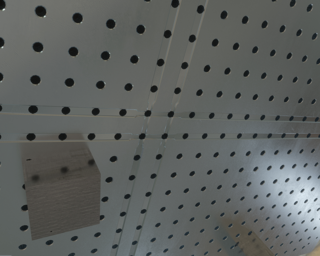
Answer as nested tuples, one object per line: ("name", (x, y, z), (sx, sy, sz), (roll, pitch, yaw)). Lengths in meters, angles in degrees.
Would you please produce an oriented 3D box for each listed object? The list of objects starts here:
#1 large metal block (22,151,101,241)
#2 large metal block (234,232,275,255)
("large metal block", (-0.119, 0.080, 0.379), (0.081, 0.050, 0.079), (-7, 122, -25))
("large metal block", (0.204, 0.287, 0.663), (0.050, 0.080, 0.080), (-20, 126, -17))
